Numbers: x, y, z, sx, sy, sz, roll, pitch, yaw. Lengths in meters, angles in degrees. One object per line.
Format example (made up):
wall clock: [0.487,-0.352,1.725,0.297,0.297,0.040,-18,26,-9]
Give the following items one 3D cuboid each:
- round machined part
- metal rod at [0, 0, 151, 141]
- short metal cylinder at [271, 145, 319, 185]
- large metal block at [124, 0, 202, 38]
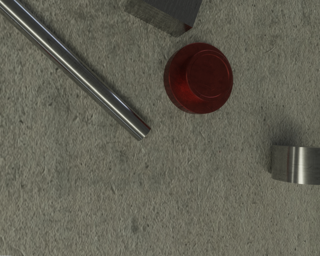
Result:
round machined part: [0.058,-0.068,0.421,0.099,0.042,0.097,0,90,-20]
metal rod: [-0.125,-0.093,0.362,0.300,0.025,0.025,44,76,-15]
short metal cylinder: [0.207,0.052,0.456,0.081,0.080,0.050,3,89,-20]
large metal block: [0.010,-0.176,0.399,0.080,0.050,0.080,22,83,-19]
